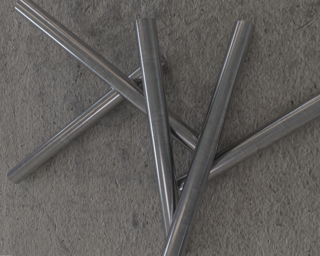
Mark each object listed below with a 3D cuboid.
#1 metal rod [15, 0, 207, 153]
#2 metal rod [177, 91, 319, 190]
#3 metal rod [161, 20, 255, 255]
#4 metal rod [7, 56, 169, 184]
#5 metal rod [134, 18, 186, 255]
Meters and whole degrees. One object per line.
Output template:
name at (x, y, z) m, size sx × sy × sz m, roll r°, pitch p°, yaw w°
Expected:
metal rod at (-0.064, -0.068, 0.399) m, size 0.300 × 0.025 × 0.025 m, roll 39°, pitch 103°, yaw 3°
metal rod at (0.147, -0.006, 0.356) m, size 0.300 × 0.025 × 0.025 m, roll -34°, pitch 79°, yaw 16°
metal rod at (0.057, 0.018, 0.366) m, size 0.025 × 0.025 × 0.299 m, roll 17°, pitch 87°, yaw 19°
metal rod at (-0.113, -0.006, 0.448) m, size 0.300 × 0.025 × 0.025 m, roll -36°, pitch 79°, yaw 16°
metal rod at (0.003, 0.024, 0.375) m, size 0.025 × 0.025 × 0.298 m, roll -4°, pitch 101°, yaw 20°
